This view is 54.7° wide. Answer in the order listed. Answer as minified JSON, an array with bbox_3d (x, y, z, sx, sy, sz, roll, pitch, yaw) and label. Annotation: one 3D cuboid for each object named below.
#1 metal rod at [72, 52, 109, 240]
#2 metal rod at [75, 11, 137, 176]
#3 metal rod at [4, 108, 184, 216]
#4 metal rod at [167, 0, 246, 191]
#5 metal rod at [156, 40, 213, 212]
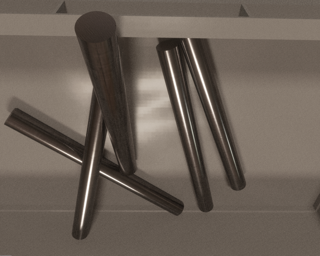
[{"bbox_3d":[-0.091,0.042,0.414,0.025,0.025,0.298,11,121,-9],"label":"metal rod"},{"bbox_3d":[-0.043,-0.001,0.325,0.025,0.025,0.299,1,156,-1],"label":"metal rod"},{"bbox_3d":[-0.079,0.061,0.459,0.301,0.025,0.025,34,122,-26],"label":"metal rod"},{"bbox_3d":[0.070,-0.018,0.394,0.025,0.025,0.299,-16,129,13],"label":"metal rod"},{"bbox_3d":[0.043,0.021,0.427,0.025,0.025,0.299,-11,130,8],"label":"metal rod"}]
